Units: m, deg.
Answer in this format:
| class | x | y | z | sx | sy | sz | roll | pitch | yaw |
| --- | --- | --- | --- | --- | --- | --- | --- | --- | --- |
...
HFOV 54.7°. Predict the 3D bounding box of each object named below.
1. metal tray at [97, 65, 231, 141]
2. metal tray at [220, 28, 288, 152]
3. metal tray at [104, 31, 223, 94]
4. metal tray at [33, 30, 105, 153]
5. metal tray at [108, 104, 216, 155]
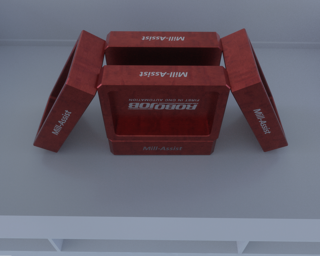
| class | x | y | z | sx | sy | sz | roll | pitch | yaw |
| --- | --- | --- | --- | --- | --- | --- | --- | --- | --- |
| metal tray | 0.004 | -0.025 | 0.342 | 0.131 | 0.089 | 0.030 | 0 | 50 | -1 |
| metal tray | 0.114 | -0.042 | 0.372 | 0.030 | 0.130 | 0.090 | -20 | 47 | 23 |
| metal tray | 0.004 | -0.072 | 0.381 | 0.131 | 0.089 | 0.030 | 0 | 50 | 0 |
| metal tray | -0.109 | -0.040 | 0.370 | 0.030 | 0.129 | 0.090 | 22 | 46 | -24 |
| metal tray | 0.003 | -0.009 | 0.408 | 0.131 | 0.030 | 0.090 | 0 | 50 | -1 |
